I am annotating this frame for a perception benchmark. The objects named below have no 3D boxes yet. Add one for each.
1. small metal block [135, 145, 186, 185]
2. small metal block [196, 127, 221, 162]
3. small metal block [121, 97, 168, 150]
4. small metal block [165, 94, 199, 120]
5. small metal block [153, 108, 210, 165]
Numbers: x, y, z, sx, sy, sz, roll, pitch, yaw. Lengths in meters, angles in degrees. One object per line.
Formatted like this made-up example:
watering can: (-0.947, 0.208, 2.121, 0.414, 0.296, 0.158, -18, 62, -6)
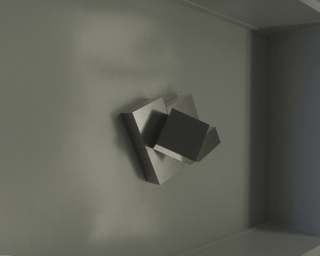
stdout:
small metal block: (0.001, 0.039, 0.408, 0.050, 0.025, 0.050, -31, 110, -36)
small metal block: (0.047, 0.021, 0.429, 0.050, 0.050, 0.025, -35, 112, -35)
small metal block: (-0.015, -0.006, 0.394, 0.050, 0.025, 0.050, -31, 110, -36)
small metal block: (0.025, -0.014, 0.428, 0.050, 0.025, 0.050, -31, 110, -36)
small metal block: (0.026, 0.011, 0.380, 0.050, 0.025, 0.050, 24, 71, -2)
